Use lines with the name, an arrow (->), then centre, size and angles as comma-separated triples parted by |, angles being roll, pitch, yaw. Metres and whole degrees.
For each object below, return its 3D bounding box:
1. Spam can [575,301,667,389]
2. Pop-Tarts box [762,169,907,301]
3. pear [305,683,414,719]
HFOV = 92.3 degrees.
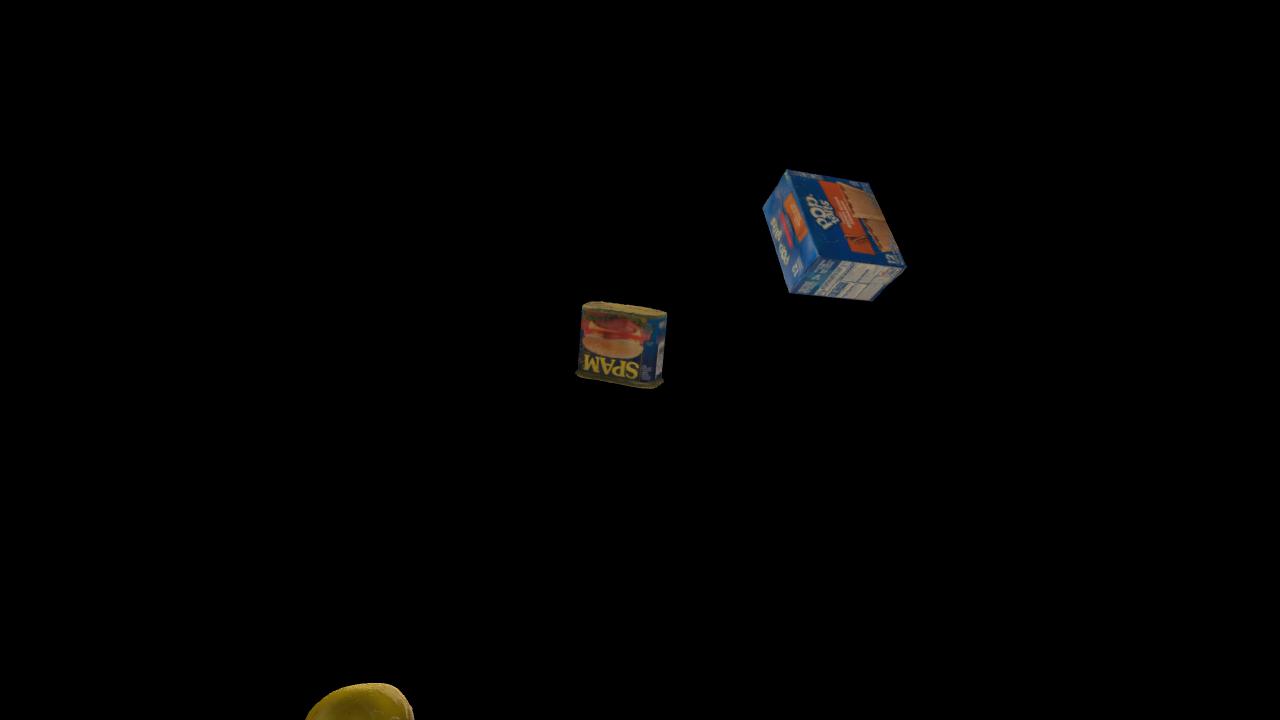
Spam can -> -0.020, -0.020, 0.714 | 0.101, 0.085, 0.058 | 10, 14, 17
Pop-Tarts box -> 0.270, -0.176, 0.872 | 0.141, 0.167, 0.083 | 3, -34, -17
pear -> -0.207, 0.291, 0.464 | 0.080, 0.080, 0.111 | 0, -39, -6
